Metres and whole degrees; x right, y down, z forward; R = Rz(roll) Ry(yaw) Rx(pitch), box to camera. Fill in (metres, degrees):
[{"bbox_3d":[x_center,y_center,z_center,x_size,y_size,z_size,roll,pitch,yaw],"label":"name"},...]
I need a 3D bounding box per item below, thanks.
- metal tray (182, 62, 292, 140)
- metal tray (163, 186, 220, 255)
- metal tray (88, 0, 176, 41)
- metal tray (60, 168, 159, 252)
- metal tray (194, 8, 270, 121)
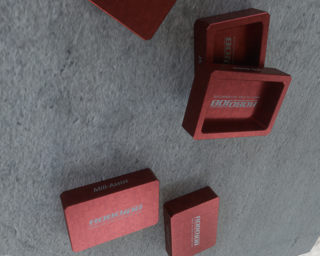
[{"bbox_3d":[0.099,-0.033,0.399,0.131,0.030,0.089,-2,120,-28],"label":"metal tray"},{"bbox_3d":[0.055,0.171,0.542,0.091,0.030,0.129,-17,125,-19],"label":"metal tray"},{"bbox_3d":[-0.039,-0.155,0.288,0.131,0.030,0.090,27,104,-38],"label":"metal tray"},{"bbox_3d":[-0.067,0.115,0.440,0.131,0.030,0.089,-13,124,-22],"label":"metal tray"},{"bbox_3d":[0.092,-0.081,0.405,0.091,0.030,0.129,-18,126,-19],"label":"metal tray"}]
